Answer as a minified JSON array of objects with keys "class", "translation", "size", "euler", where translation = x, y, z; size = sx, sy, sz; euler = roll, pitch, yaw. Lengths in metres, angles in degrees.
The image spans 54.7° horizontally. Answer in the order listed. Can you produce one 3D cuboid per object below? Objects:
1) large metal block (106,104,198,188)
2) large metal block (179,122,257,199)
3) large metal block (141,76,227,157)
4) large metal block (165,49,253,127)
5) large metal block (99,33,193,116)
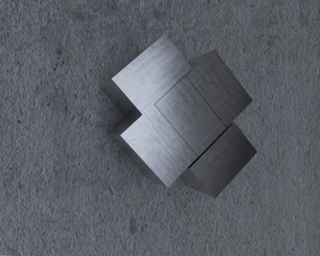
[{"class":"large metal block","translation":[-0.013,0.020,0.378],"size":[0.050,0.080,0.080],"euler":[-44,104,-15]},{"class":"large metal block","translation":[0.064,0.038,0.406],"size":[0.080,0.080,0.050],"euler":[-44,104,-15]},{"class":"large metal block","translation":[0.023,-0.013,0.391],"size":[0.050,0.080,0.080],"euler":[-44,104,-15]},{"class":"large metal block","translation":[0.058,-0.047,0.404],"size":[0.050,0.080,0.080],"euler":[-44,104,-15]},{"class":"large metal block","translation":[-0.020,-0.060,0.375],"size":[0.080,0.080,0.050],"euler":[-44,104,-15]}]
